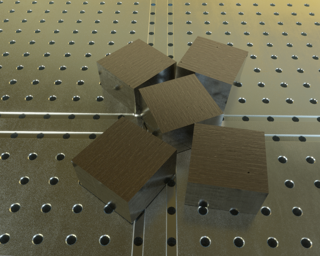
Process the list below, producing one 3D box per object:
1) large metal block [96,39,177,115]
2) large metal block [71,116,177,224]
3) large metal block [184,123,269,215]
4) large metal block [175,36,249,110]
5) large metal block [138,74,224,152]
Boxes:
[{"bbox_3d":[-0.033,-0.078,0.457,0.080,0.050,0.080,-37,59,-26],"label":"large metal block"},{"bbox_3d":[-0.038,0.045,0.352,0.080,0.050,0.080,30,56,23],"label":"large metal block"},{"bbox_3d":[0.074,0.045,0.354,0.080,0.050,0.080,7,50,5],"label":"large metal block"},{"bbox_3d":[0.076,-0.084,0.461,0.080,0.050,0.080,22,54,14],"label":"large metal block"},{"bbox_3d":[0.025,-0.018,0.406,0.081,0.050,0.080,-18,52,-14],"label":"large metal block"}]
